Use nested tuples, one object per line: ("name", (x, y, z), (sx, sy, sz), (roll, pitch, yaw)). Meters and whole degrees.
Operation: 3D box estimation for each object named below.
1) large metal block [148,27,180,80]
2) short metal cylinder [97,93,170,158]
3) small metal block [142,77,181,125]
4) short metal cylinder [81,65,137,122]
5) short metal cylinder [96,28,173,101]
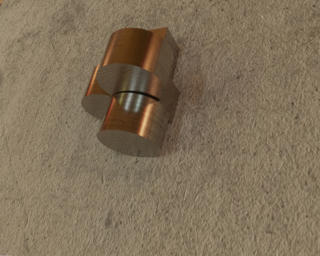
("large metal block", (-0.023, -0.096, 0.461), (0.080, 0.050, 0.080), (-2, 61, 27))
("short metal cylinder", (-0.033, -0.001, 0.389), (0.080, 0.080, 0.050), (0, 62, 28))
("small metal block", (0.002, -0.038, 0.414), (0.025, 0.050, 0.050), (1, 62, 29))
("short metal cylinder", (-0.062, -0.045, 0.431), (0.080, 0.080, 0.050), (-2, 61, 27))
("short metal cylinder", (-0.029, -0.070, 0.364), (0.080, 0.080, 0.050), (-2, 61, 27))
